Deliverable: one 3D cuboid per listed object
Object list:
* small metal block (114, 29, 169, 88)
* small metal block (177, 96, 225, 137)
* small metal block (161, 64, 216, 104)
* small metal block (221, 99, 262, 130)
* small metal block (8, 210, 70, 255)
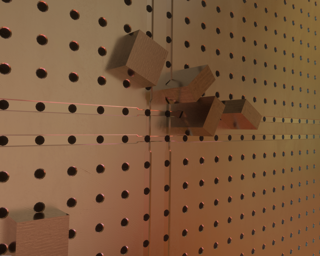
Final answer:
[{"bbox_3d":[-0.022,-0.086,0.389,0.050,0.025,0.050,29,72,-36],"label":"small metal block"},{"bbox_3d":[0.058,-0.016,0.440,0.025,0.050,0.050,37,67,-34],"label":"small metal block"},{"bbox_3d":[0.039,-0.059,0.424,0.050,0.050,0.025,-48,119,-29],"label":"small metal block"},{"bbox_3d":[0.126,-0.021,0.497,0.050,0.050,0.025,37,67,-34],"label":"small metal block"},{"bbox_3d":[-0.120,0.112,0.308,0.050,0.025,0.050,3,88,-40],"label":"small metal block"}]
